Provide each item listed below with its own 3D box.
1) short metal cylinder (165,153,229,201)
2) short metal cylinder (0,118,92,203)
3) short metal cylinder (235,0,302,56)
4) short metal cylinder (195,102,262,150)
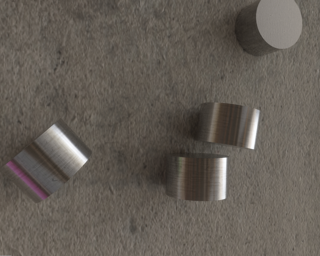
[{"bbox_3d":[0.048,0.060,0.399,0.081,0.080,0.050,2,90,-20],"label":"short metal cylinder"},{"bbox_3d":[-0.121,0.034,0.335,0.080,0.080,0.050,-44,104,-15],"label":"short metal cylinder"},{"bbox_3d":[0.159,-0.151,0.456,0.081,0.050,0.079,0,90,-21],"label":"short metal cylinder"},{"bbox_3d":[0.091,-0.002,0.415,0.081,0.080,0.050,11,87,-20],"label":"short metal cylinder"}]
